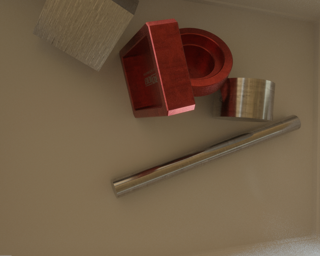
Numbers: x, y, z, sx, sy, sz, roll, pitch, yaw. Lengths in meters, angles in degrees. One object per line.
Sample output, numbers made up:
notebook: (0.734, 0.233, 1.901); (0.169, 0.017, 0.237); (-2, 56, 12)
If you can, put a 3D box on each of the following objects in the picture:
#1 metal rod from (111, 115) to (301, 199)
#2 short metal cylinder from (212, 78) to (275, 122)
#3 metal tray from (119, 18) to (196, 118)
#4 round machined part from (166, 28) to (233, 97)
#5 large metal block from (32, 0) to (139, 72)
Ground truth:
metal rod: (0.078, 0.034, 0.440); (0.302, 0.025, 0.025); (-18, 96, -20)
short metal cylinder: (0.114, -0.036, 0.425); (0.081, 0.080, 0.050); (5, 89, -20)
metal tray: (-0.009, -0.059, 0.352); (0.030, 0.130, 0.089); (-15, 95, -18)
round machined part: (0.040, -0.080, 0.402); (0.099, 0.042, 0.098); (2, 60, -4)
large metal block: (-0.081, -0.124, 0.346); (0.080, 0.050, 0.080); (29, 124, -18)
